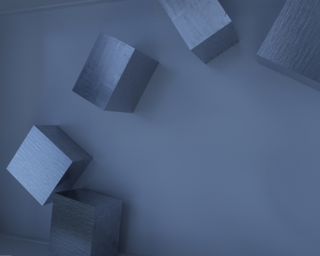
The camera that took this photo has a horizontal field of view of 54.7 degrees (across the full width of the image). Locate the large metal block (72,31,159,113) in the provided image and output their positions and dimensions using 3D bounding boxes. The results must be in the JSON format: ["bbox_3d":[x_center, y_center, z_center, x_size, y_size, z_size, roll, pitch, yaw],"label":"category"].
[{"bbox_3d":[-0.054,-0.067,0.399,0.050,0.080,0.080,31,100,17],"label":"large metal block"}]

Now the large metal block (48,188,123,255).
[{"bbox_3d":[-0.102,0.133,0.422,0.080,0.050,0.079,7,92,34],"label":"large metal block"}]

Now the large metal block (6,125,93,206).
[{"bbox_3d":[-0.160,0.051,0.452,0.080,0.050,0.080,39,102,15],"label":"large metal block"}]

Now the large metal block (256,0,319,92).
[{"bbox_3d":[0.164,-0.095,0.340,0.080,0.050,0.080,31,100,17],"label":"large metal block"}]

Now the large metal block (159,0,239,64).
[{"bbox_3d":[0.046,-0.129,0.365,0.050,0.080,0.080,-33,80,17],"label":"large metal block"}]
